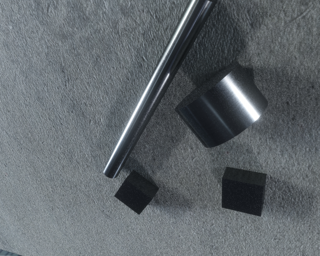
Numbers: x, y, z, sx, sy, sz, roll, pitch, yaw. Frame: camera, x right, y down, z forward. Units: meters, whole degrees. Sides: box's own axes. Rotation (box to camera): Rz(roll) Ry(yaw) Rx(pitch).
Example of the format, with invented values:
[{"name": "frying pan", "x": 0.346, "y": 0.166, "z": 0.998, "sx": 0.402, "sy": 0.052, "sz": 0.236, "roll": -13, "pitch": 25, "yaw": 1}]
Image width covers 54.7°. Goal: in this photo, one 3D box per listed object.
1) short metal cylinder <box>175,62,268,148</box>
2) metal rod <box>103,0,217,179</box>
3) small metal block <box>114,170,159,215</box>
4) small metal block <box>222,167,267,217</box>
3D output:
[{"name": "short metal cylinder", "x": 0.063, "y": -0.024, "z": 0.323, "sx": 0.080, "sy": 0.080, "sz": 0.050, "roll": -33, "pitch": 100, "yaw": 38}, {"name": "metal rod", "x": -0.016, "y": -0.030, "z": 0.395, "sx": 0.025, "sy": 0.025, "sz": 0.298, "roll": 35, "pitch": 129, "yaw": 4}, {"name": "small metal block", "x": -0.037, "y": 0.102, "z": 0.488, "sx": 0.050, "sy": 0.025, "sz": 0.050, "roll": 36, "pitch": 129, "yaw": 3}, {"name": "small metal block", "x": 0.108, "y": 0.082, "z": 0.400, "sx": 0.050, "sy": 0.025, "sz": 0.050, "roll": 8, "pitch": 122, "yaw": 23}]
